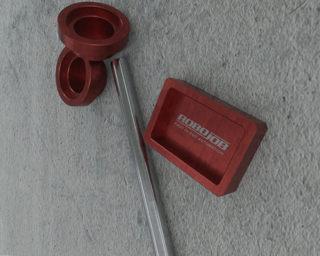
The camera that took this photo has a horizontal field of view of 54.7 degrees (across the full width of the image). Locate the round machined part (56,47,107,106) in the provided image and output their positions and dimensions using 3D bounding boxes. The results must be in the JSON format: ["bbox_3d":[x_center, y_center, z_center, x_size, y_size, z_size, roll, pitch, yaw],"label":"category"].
[{"bbox_3d":[-0.121,-0.083,0.492,0.098,0.042,0.097,3,95,42],"label":"round machined part"}]

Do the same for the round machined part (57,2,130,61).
[{"bbox_3d":[-0.094,-0.134,0.444,0.098,0.099,0.042,55,150,25],"label":"round machined part"}]

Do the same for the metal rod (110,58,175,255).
[{"bbox_3d":[-0.024,0.045,0.424,0.025,0.025,0.299,-23,75,37],"label":"metal rod"}]

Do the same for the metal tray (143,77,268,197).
[{"bbox_3d":[0.046,0.006,0.363,0.130,0.030,0.089,34,111,34],"label":"metal tray"}]
